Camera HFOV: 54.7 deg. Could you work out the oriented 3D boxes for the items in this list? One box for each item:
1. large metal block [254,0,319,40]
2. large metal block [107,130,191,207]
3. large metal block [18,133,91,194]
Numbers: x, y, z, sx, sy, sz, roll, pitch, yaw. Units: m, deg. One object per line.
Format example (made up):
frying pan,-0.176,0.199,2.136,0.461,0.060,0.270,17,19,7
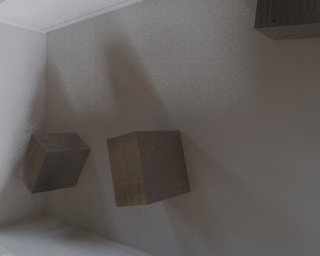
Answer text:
large metal block,0.137,-0.126,0.277,0.080,0.050,0.079,9,96,39
large metal block,-0.012,0.047,0.379,0.050,0.081,0.080,-16,80,39
large metal block,-0.173,0.055,0.511,0.050,0.081,0.079,40,114,32
